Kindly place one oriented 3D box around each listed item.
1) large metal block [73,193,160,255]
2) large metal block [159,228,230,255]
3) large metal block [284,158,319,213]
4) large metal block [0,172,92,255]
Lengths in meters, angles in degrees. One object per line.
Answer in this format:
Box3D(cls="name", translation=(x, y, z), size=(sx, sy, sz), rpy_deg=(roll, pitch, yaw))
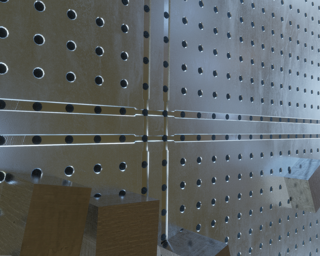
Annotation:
Box3D(cls="large metal block", translation=(-0.049, 0.121, 0.354), size=(0.081, 0.050, 0.080), rpy_deg=(5, 87, -40))
Box3D(cls="large metal block", translation=(0.052, 0.194, 0.420), size=(0.050, 0.080, 0.079), rpy_deg=(-21, 104, -38))
Box3D(cls="large metal block", translation=(0.316, 0.121, 0.663), size=(0.081, 0.050, 0.080), rpy_deg=(-33, 111, -35))
Box3D(cls="large metal block", translation=(-0.111, 0.087, 0.282), size=(0.050, 0.080, 0.080), rpy_deg=(15, 81, -40))
